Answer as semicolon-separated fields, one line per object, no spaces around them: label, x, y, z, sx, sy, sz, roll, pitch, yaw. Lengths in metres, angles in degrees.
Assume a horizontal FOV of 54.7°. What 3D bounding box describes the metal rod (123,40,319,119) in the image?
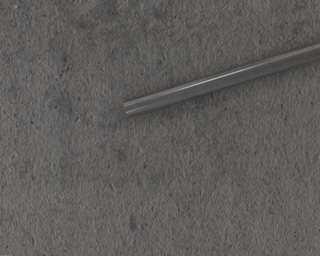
metal rod;0.099;-0.068;0.410;0.302;0.025;0.025;-17;90;0
